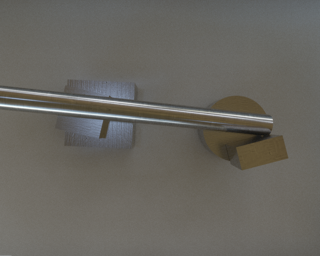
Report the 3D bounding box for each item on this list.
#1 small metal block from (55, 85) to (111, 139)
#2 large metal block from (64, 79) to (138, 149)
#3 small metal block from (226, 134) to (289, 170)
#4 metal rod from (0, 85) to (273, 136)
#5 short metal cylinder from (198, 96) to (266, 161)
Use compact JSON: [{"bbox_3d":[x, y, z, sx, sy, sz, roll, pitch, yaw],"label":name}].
[{"bbox_3d":[-0.087,-0.018,0.359,0.050,0.025,0.050,13,89,-1],"label":"small metal block"},{"bbox_3d":[-0.072,-0.017,0.395,0.081,0.050,0.079,3,90,-1],"label":"large metal block"},{"bbox_3d":[0.107,0.026,0.348,0.050,0.050,0.025,-14,90,0],"label":"small metal block"},{"bbox_3d":[-0.023,-0.018,0.339,0.302,0.025,0.025,6,90,-8],"label":"metal rod"},{"bbox_3d":[0.092,0.001,0.398,0.081,0.050,0.079,0,90,-1],"label":"short metal cylinder"}]
